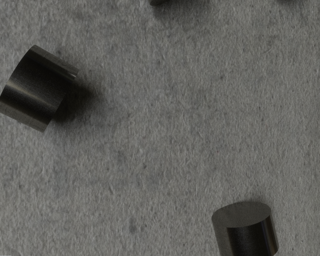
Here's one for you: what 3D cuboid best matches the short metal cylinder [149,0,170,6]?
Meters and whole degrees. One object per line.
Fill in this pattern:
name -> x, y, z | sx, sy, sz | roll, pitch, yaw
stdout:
short metal cylinder -> 0.012, -0.196, 0.385 | 0.080, 0.080, 0.050 | -30, 100, -18

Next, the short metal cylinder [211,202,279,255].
short metal cylinder -> 0.116, 0.141, 0.425 | 0.081, 0.080, 0.050 | -16, 96, -20

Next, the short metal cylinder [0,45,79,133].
short metal cylinder -> -0.129, -0.041, 0.332 | 0.050, 0.080, 0.080 | 30, 80, -18
